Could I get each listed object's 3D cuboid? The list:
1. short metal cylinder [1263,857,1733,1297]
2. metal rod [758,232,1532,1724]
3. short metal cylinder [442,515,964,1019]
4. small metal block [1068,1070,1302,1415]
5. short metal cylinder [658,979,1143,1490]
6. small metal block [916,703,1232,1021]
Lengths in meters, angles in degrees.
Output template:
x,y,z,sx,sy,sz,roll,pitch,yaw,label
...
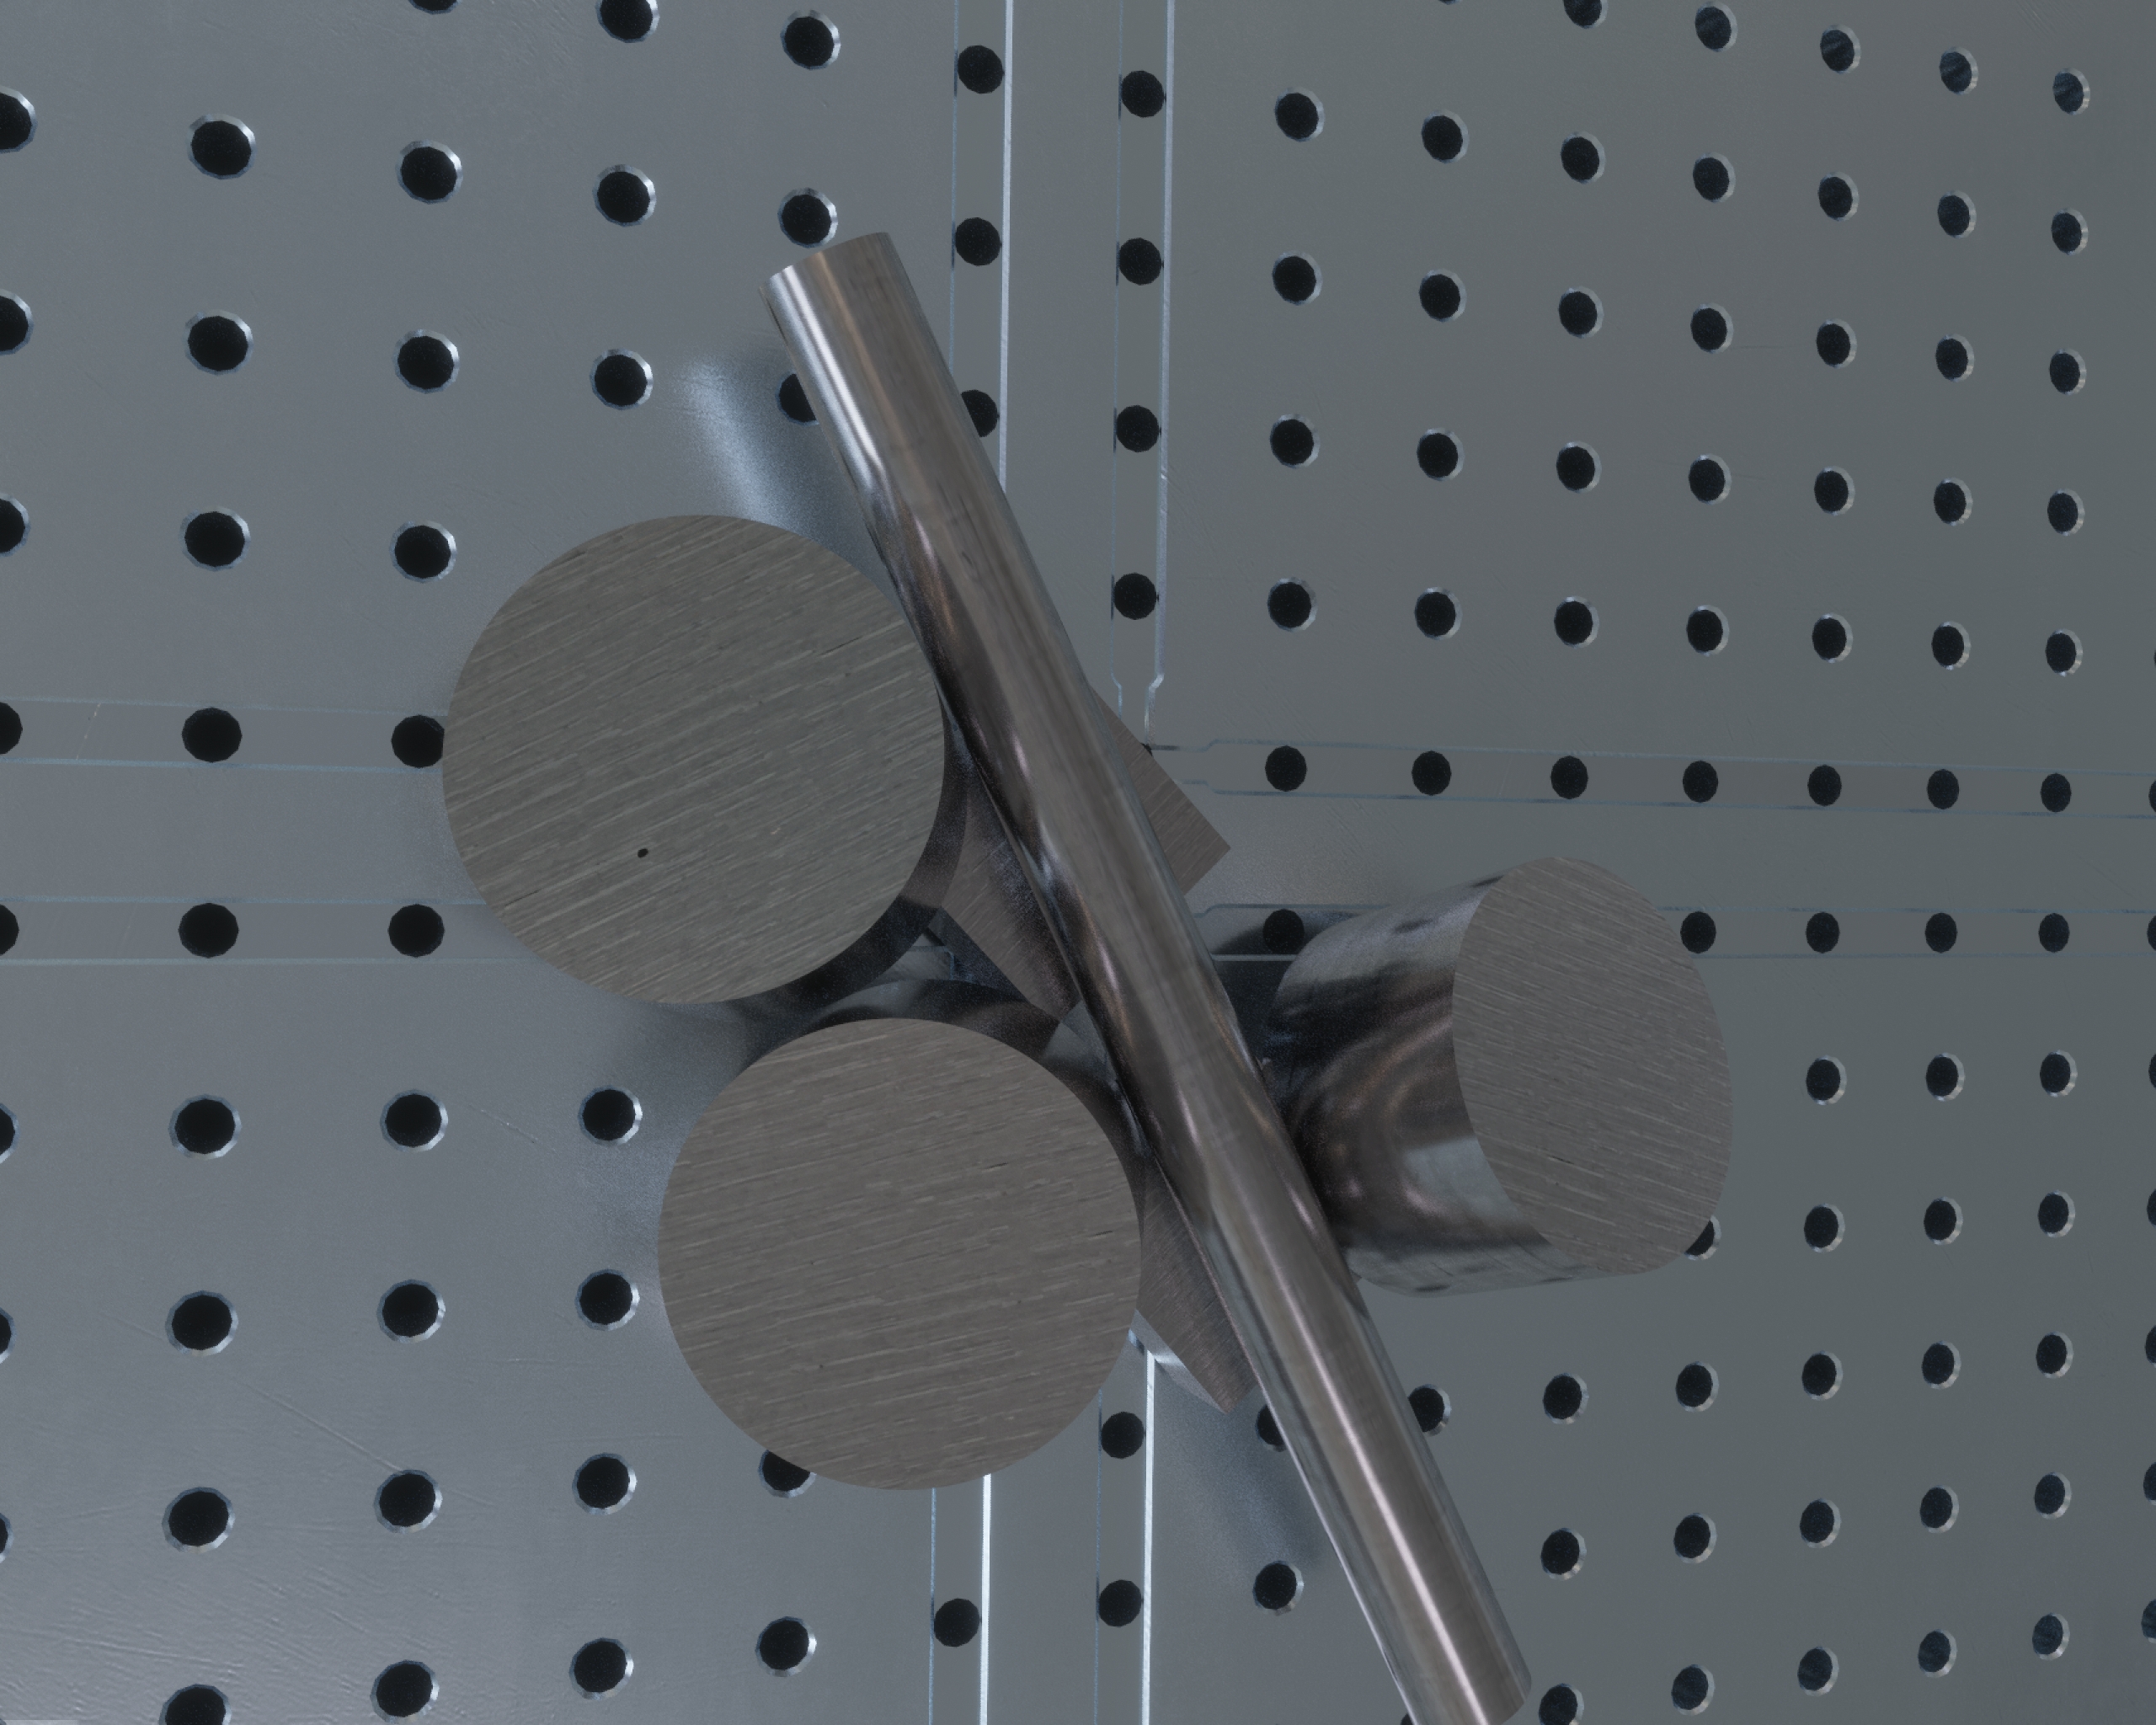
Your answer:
x,y,z,sx,sy,sz,roll,pitch,yaw,label
0.084,0.044,0.413,0.081,0.050,0.080,13,67,-35,short metal cylinder
0.016,0.029,0.388,0.025,0.025,0.299,-27,99,-18,metal rod
-0.061,-0.014,0.358,0.081,0.050,0.080,0,82,1,short metal cylinder
0.028,0.073,0.419,0.050,0.025,0.050,-42,104,-15,small metal block
-0.029,0.063,0.371,0.080,0.050,0.079,0,94,2,short metal cylinder
-0.008,-0.004,0.406,0.050,0.025,0.050,-45,104,-14,small metal block
